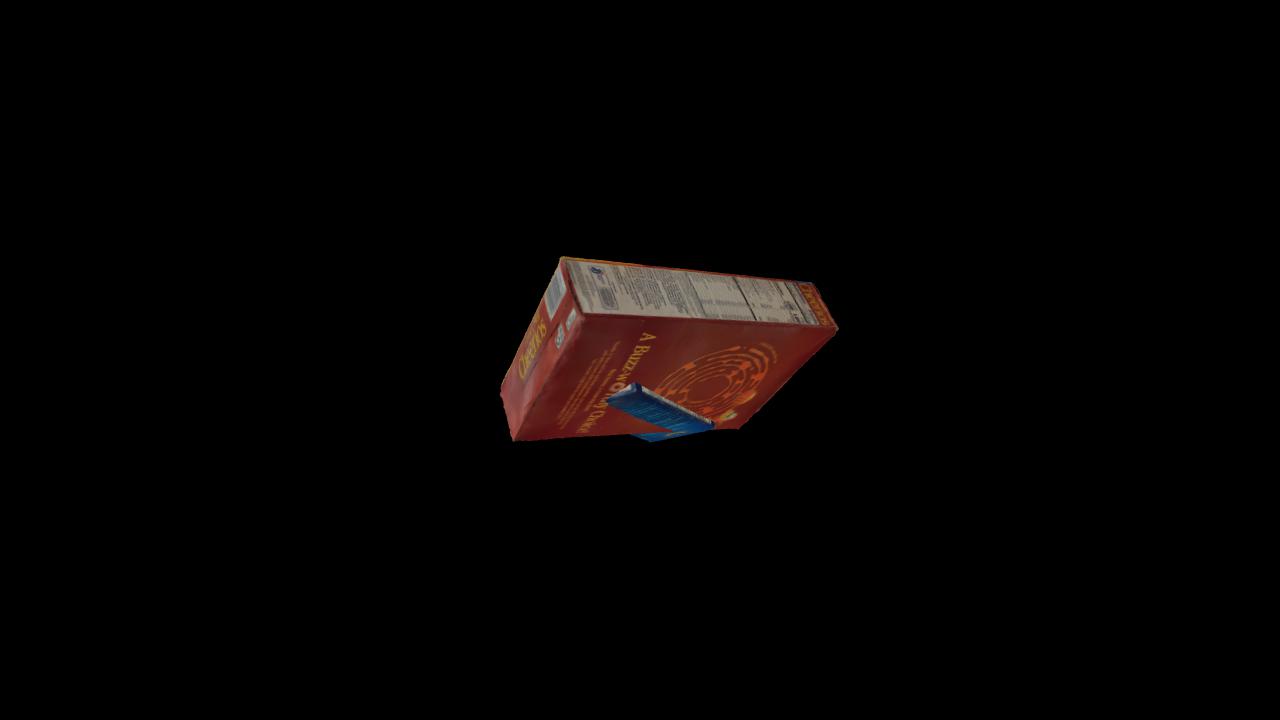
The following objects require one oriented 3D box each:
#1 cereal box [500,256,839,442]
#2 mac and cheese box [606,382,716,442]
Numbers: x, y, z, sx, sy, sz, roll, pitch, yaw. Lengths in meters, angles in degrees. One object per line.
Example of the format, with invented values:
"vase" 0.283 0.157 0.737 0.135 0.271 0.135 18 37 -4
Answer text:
"cereal box" 0.030 -0.002 0.648 0.306 0.081 0.203 0 -37 -31
"mac and cheese box" 0.003 0.050 0.679 0.093 0.041 0.184 -17 -25 27
